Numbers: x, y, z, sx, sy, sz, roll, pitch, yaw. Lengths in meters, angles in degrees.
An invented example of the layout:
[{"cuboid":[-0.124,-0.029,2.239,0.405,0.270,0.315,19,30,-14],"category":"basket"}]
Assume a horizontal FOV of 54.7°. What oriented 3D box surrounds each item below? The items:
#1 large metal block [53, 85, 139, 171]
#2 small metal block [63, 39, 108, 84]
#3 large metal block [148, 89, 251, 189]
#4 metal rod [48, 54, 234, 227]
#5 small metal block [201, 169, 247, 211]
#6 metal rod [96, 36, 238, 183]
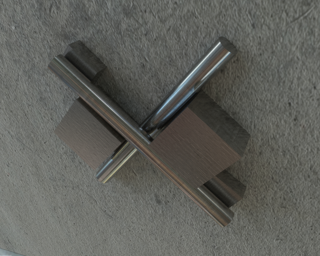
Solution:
[{"cuboid":[-0.090,0.001,0.438,0.080,0.050,0.080,45,129,-3],"category":"large metal block"},{"cuboid":[-0.106,-0.080,0.416,0.050,0.025,0.050,44,129,-3],"category":"small metal block"},{"cuboid":[0.047,0.015,0.376,0.080,0.050,0.080,43,129,-2],"category":"large metal block"},{"cuboid":[-0.023,0.017,0.398,0.300,0.025,0.025,43,129,-2],"category":"metal rod"},{"cuboid":[0.079,0.083,0.419,0.050,0.025,0.050,40,129,1],"category":"small metal block"},{"cuboid":[-0.011,-0.003,0.413,0.025,0.025,0.298,43,129,-2],"category":"metal rod"}]
